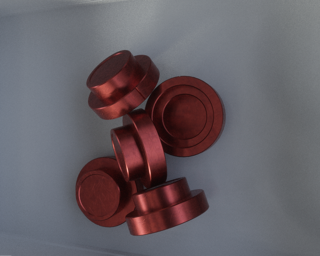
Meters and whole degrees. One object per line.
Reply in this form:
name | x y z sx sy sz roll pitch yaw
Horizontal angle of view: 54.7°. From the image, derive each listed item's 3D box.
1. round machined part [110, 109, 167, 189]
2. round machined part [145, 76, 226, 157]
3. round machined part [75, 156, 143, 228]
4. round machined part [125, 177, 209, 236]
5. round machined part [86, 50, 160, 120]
round machined part | -0.030 0.028 0.380 0.042 0.098 0.098 -17 83 -17
round machined part | 0.033 -0.014 0.390 0.098 0.042 0.097 0 90 20
round machined part | -0.076 0.089 0.428 0.098 0.042 0.097 0 90 20
round machined part | 0.005 0.089 0.370 0.098 0.098 0.042 -21 83 19
round machined part | -0.053 -0.060 0.390 0.098 0.098 0.042 -25 126 20
